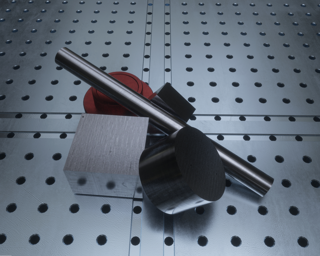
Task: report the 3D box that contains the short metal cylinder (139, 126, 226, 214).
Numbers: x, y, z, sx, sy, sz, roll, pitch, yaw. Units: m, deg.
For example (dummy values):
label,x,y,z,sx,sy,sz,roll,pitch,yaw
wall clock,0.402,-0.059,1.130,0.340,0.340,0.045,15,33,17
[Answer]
label,x,y,z,sx,sy,sz,roll,pitch,yaw
short metal cylinder,0.024,0.045,0.326,0.080,0.050,0.080,30,45,-35

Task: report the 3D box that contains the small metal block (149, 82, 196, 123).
label,x,y,z,sx,sy,sz,roll,pitch,yaw
small metal block,0.009,-0.025,0.400,0.050,0.050,0.025,42,58,-11

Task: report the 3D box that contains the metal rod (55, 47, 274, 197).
label,x,y,z,sx,sy,sz,roll,pitch,yaw
metal rod,-0.002,-0.013,0.376,0.301,0.025,0.025,33,56,9

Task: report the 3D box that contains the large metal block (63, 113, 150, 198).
label,x,y,z,sx,sy,sz,roll,pitch,yaw
large metal block,-0.056,0.031,0.361,0.080,0.050,0.080,4,50,3

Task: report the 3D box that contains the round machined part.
label,x,y,z,sx,sy,sz,roll,pitch,yaw
round machined part,-0.057,-0.041,0.431,0.099,0.042,0.098,0,50,0
